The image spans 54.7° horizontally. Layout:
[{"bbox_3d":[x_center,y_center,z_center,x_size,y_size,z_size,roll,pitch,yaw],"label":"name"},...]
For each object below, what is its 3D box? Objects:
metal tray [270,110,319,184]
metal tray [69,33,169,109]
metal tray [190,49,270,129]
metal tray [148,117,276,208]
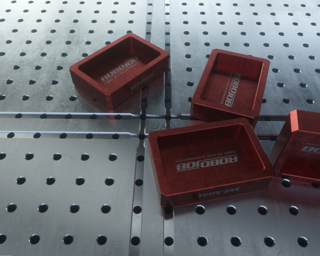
[{"bbox_3d":[0.199,0.029,0.343,0.131,0.089,0.030,9,51,7],"label":"metal tray"},{"bbox_3d":[-0.060,-0.093,0.481,0.090,0.030,0.131,35,58,25],"label":"metal tray"},{"bbox_3d":[0.105,-0.060,0.456,0.090,0.030,0.130,16,52,12],"label":"metal tray"},{"bbox_3d":[0.057,0.038,0.372,0.131,0.030,0.090,-9,51,-8],"label":"metal tray"}]
